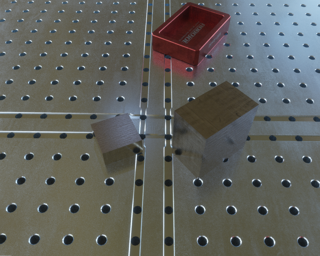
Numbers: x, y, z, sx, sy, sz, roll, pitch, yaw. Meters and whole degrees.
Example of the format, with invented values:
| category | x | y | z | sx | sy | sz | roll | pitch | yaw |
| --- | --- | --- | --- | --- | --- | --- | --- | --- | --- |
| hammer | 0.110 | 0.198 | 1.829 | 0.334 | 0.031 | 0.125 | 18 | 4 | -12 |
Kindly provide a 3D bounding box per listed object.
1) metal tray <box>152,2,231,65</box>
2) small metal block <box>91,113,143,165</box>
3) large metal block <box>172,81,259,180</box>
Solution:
| category | x | y | z | sx | sy | sz | roll | pitch | yaw |
| --- | --- | --- | --- | --- | --- | --- | --- | --- | --- |
| metal tray | 0.057 | -0.171 | 0.548 | 0.090 | 0.030 | 0.130 | 26 | 54 | 20 |
| small metal block | -0.055 | 0.013 | 0.396 | 0.050 | 0.025 | 0.050 | -19 | 53 | -16 |
| large metal block | 0.063 | 0.003 | 0.370 | 0.081 | 0.080 | 0.050 | -31 | 57 | -23 |
